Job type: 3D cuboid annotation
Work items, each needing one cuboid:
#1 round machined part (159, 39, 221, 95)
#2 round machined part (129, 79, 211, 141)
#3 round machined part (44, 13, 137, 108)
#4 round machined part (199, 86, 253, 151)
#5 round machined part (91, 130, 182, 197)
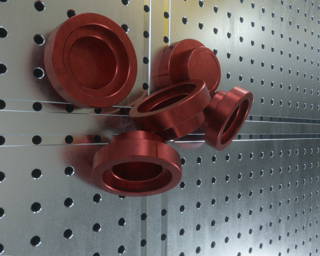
[{"bbox_3d":[0.049,-0.078,0.442,0.099,0.042,0.097,0,90,-40],"label":"round machined part"},{"bbox_3d":[0.016,-0.019,0.377,0.099,0.098,0.042,-38,114,-34],"label":"round machined part"},{"bbox_3d":[-0.076,-0.069,0.335,0.099,0.042,0.097,0,90,-40],"label":"round machined part"},{"bbox_3d":[0.094,-0.018,0.460,0.099,0.042,0.097,-42,150,-31],"label":"round machined part"},{"bbox_3d":[-0.026,0.038,0.350,0.098,0.098,0.042,30,43,-37],"label":"round machined part"}]
